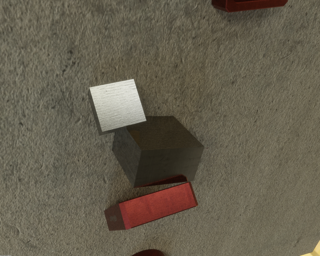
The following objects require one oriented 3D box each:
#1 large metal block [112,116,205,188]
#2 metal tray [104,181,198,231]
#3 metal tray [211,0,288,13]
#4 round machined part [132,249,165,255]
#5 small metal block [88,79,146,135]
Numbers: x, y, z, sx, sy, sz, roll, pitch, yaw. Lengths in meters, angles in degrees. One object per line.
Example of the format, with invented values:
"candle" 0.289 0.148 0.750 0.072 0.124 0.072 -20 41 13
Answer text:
"large metal block" -0.006 0.025 0.384 0.081 0.080 0.050 -1 119 -28
"metal tray" -0.018 0.106 0.407 0.091 0.030 0.129 -12 166 -22
"metal tray" 0.107 -0.200 0.337 0.091 0.030 0.129 -14 125 -21
"round machined part" -0.027 0.265 0.545 0.099 0.042 0.097 -14 124 -21
"small metal block" -0.049 -0.023 0.348 0.050 0.025 0.050 -15 83 -20
